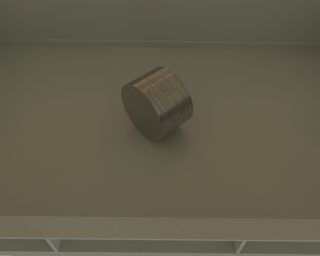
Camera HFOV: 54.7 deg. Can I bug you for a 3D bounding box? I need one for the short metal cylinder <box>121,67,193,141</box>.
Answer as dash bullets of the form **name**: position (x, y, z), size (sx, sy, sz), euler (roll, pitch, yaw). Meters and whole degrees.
- **short metal cylinder**: position (-0.004, -0.030, 0.392), size (0.050, 0.080, 0.080), euler (-34, 58, -25)
